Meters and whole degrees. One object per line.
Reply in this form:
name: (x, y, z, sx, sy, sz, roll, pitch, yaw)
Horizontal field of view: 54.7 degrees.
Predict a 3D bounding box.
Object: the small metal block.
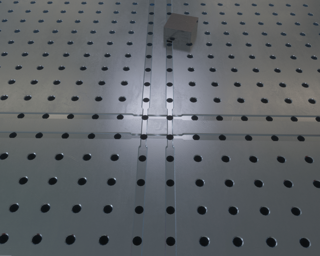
small metal block: (0.038, -0.180, 0.559, 0.050, 0.025, 0.050, 14, 51, 11)
